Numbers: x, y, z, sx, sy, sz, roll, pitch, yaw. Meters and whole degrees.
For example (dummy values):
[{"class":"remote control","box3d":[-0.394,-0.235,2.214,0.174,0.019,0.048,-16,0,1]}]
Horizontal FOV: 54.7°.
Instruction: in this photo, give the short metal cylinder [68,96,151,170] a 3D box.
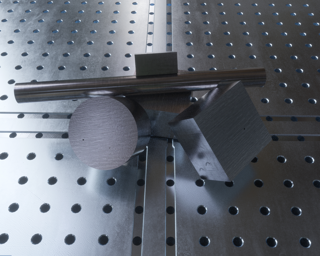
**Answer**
[{"class":"short metal cylinder","box3d":[-0.056,0.004,0.356,0.080,0.079,0.050,15,9,12]}]

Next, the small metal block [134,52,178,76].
[{"class":"small metal block","box3d":[-0.006,-0.083,0.392,0.050,0.025,0.050,-5,15,-4]}]

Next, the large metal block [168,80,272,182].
[{"class":"large metal block","box3d":[0.070,0.004,0.356,0.080,0.050,0.080,-38,103,-27]}]

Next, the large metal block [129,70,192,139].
[{"class":"large metal block","box3d":[0.001,-0.036,0.416,0.080,0.050,0.080,8,51,7]}]

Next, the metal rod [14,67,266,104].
[{"class":"metal rod","box3d":[-0.020,-0.053,0.383,0.302,0.025,0.025,-4,50,-4]}]
